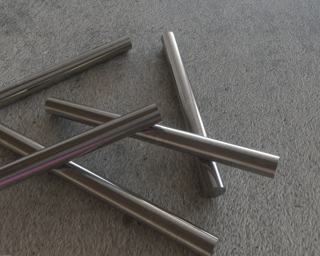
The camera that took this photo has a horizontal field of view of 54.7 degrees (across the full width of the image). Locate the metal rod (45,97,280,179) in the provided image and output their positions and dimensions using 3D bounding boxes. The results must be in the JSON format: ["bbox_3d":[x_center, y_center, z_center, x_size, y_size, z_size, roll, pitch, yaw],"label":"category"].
[{"bbox_3d":[-0.014,0.005,0.376,0.301,0.025,0.025,15,51,21],"label":"metal rod"}]

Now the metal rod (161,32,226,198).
[{"bbox_3d":[0.037,-0.042,0.438,0.025,0.025,0.300,-7,50,-6],"label":"metal rod"}]

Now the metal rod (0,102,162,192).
[{"bbox_3d":[-0.140,0.041,0.338,0.302,0.025,0.025,-23,54,-8],"label":"metal rod"}]

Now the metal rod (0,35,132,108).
[{"bbox_3d":[-0.173,-0.073,0.463,0.302,0.025,0.025,-31,57,-24],"label":"metal rod"}]

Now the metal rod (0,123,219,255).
[{"bbox_3d":[-0.078,0.061,0.350,0.301,0.025,0.025,24,54,18],"label":"metal rod"}]
